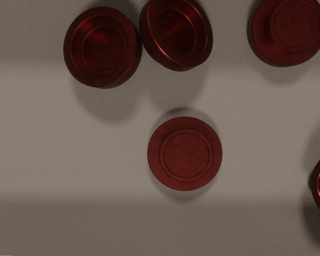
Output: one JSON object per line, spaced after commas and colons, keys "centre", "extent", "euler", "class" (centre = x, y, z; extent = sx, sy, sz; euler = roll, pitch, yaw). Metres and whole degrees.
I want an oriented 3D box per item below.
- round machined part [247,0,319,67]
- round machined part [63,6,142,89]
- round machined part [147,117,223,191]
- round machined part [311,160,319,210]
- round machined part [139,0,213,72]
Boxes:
{"centre": [0.168, -0.129, 0.400], "extent": [0.099, 0.042, 0.097], "euler": [0, 96, -1], "class": "round machined part"}
{"centre": [-0.068, -0.098, 0.393], "extent": [0.098, 0.042, 0.097], "euler": [0, 91, 17], "class": "round machined part"}
{"centre": [0.033, 0.034, 0.403], "extent": [0.099, 0.042, 0.097], "euler": [0, 90, -1], "class": "round machined part"}
{"centre": [0.230, 0.071, 0.375], "extent": [0.042, 0.098, 0.097], "euler": [10, 90, -34], "class": "round machined part"}
{"centre": [0.016, -0.117, 0.388], "extent": [0.099, 0.042, 0.098], "euler": [8, 76, -33], "class": "round machined part"}
